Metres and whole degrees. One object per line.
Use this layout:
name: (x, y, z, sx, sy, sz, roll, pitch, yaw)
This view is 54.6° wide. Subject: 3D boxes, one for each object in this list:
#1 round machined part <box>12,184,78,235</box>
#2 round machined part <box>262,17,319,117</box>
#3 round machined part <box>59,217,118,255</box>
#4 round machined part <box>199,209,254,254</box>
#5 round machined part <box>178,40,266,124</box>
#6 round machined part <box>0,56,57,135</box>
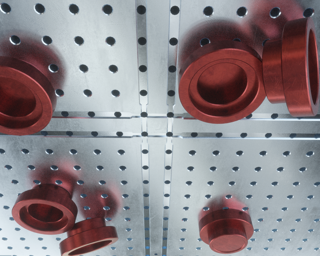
round machined part: (-0.184, 0.130, 0.509, 0.099, 0.042, 0.097, 0, 129, 0)
round machined part: (0.135, -0.060, 0.320, 0.042, 0.098, 0.098, -2, 135, 33)
round machined part: (-0.126, 0.189, 0.542, 0.099, 0.042, 0.098, -17, 154, -8)
round machined part: (0.122, 0.194, 0.566, 0.099, 0.042, 0.097, 0, 130, 0)
round machined part: (0.070, -0.055, 0.354, 0.099, 0.042, 0.097, 0, 131, 0)
round machined part: (-0.172, -0.041, 0.364, 0.099, 0.042, 0.097, 0, 130, 0)
